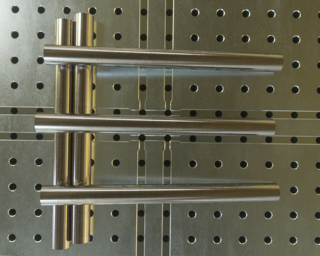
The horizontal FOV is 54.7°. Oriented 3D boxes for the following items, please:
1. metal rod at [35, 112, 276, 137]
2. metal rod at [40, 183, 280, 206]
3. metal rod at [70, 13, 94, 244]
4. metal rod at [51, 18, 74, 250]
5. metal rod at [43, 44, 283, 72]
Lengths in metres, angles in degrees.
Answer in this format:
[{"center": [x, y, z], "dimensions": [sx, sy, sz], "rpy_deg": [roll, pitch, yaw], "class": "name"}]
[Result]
[{"center": [0.000, -0.004, 0.398], "dimensions": [0.302, 0.025, 0.025], "rpy_deg": [1, 90, -7], "class": "metal rod"}, {"center": [0.006, 0.085, 0.399], "dimensions": [0.302, 0.025, 0.025], "rpy_deg": [1, 90, -7], "class": "metal rod"}, {"center": [-0.103, 0.001, 0.411], "dimensions": [0.025, 0.025, 0.298], "rpy_deg": [1, 90, -1], "class": "metal rod"}, {"center": [-0.128, 0.008, 0.411], "dimensions": [0.025, 0.025, 0.298], "rpy_deg": [1, 90, -1], "class": "metal rod"}, {"center": [0.010, -0.089, 0.399], "dimensions": [0.302, 0.025, 0.025], "rpy_deg": [1, 90, -7], "class": "metal rod"}]
